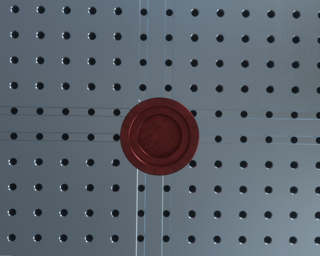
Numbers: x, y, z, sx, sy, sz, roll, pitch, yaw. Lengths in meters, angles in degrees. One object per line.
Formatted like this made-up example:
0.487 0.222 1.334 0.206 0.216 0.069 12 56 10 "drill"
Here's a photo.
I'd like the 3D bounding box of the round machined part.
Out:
0.000 0.010 0.405 0.099 0.042 0.097 0 90 -1 "round machined part"
